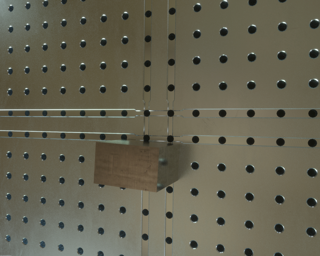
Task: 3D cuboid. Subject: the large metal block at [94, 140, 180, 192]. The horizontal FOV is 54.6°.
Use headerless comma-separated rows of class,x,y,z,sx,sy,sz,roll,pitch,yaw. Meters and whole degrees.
large metal block,-0.026,0.044,0.393,0.080,0.080,0.050,4,92,20
